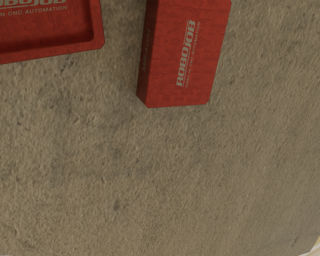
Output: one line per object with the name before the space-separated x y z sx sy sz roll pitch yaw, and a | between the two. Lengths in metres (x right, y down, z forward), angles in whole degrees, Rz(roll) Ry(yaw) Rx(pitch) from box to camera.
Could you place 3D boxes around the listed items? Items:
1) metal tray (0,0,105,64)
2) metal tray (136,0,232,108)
metal tray | -0.120 -0.108 0.271 0.131 0.030 0.089 -15 125 -20
metal tray | 0.025 -0.090 0.363 0.091 0.030 0.129 -6 121 -26
